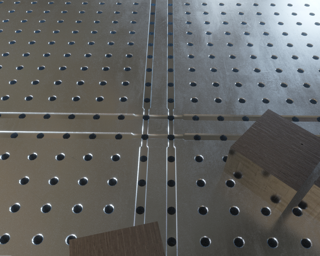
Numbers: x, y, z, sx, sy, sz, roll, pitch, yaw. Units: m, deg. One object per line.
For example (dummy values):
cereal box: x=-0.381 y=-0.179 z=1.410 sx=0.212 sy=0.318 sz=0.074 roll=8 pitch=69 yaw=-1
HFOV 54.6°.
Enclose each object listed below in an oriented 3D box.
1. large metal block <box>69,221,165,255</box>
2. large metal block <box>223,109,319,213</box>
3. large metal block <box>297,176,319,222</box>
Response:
large metal block: x=-0.033 y=0.139 z=0.275 sx=0.081 sy=0.050 sz=0.080 roll=-9 pitch=51 yaw=-8
large metal block: x=0.135 y=0.036 z=0.362 sx=0.080 sy=0.050 sz=0.080 roll=36 pitch=59 yaw=26
large metal block: x=0.212 y=0.072 z=0.333 sx=0.080 sy=0.050 sz=0.080 roll=36 pitch=59 yaw=26
